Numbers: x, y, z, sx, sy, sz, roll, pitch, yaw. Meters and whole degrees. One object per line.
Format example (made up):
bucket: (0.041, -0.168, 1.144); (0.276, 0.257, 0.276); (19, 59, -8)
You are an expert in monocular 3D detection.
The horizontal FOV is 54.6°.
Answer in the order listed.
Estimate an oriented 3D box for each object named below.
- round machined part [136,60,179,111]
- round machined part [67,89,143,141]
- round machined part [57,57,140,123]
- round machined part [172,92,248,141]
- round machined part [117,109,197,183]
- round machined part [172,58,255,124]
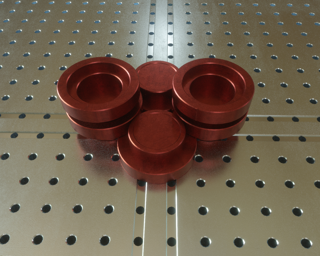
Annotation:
round machined part: (-0.003, -0.060, 0.447); (0.099, 0.042, 0.098); (0, 50, 0)
round machined part: (-0.072, -0.022, 0.414); (0.099, 0.042, 0.098); (0, 50, 0)
round machined part: (-0.074, -0.043, 0.390); (0.099, 0.042, 0.098); (0, 50, 0)
round machined part: (0.065, -0.022, 0.414); (0.099, 0.042, 0.098); (0, 50, 0)
round machined part: (-0.004, 0.015, 0.383); (0.099, 0.042, 0.098); (0, 50, 0)
round machined part: (0.064, -0.041, 0.389); (0.099, 0.042, 0.098); (0, 50, 0)
